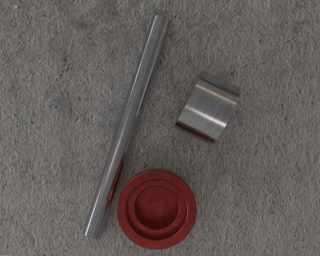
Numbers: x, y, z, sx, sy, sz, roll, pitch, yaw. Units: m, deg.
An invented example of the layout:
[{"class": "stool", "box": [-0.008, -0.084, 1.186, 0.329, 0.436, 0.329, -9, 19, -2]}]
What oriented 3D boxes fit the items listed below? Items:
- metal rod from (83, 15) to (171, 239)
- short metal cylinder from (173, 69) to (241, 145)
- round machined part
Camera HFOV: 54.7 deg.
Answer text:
[{"class": "metal rod", "box": [-0.043, -0.001, 0.409, 0.025, 0.025, 0.298, 18, 90, 0]}, {"class": "short metal cylinder", "box": [0.057, -0.025, 0.383, 0.050, 0.080, 0.080, 26, 90, 0]}, {"class": "round machined part", "box": [-0.004, 0.101, 0.401, 0.099, 0.042, 0.097, 0, 90, 0]}]
